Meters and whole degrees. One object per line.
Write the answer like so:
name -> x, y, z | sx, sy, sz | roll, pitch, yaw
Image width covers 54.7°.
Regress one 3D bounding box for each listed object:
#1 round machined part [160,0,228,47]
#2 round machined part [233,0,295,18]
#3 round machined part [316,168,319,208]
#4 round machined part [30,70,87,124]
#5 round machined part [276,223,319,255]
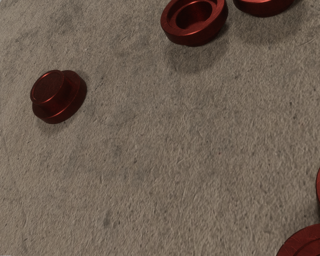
round machined part -> 0.054, -0.161, 0.462 | 0.098, 0.042, 0.098 | -13, 56, 20
round machined part -> 0.151, -0.194, 0.433 | 0.098, 0.042, 0.098 | -13, 56, 20
round machined part -> 0.187, 0.052, 0.263 | 0.098, 0.042, 0.098 | -13, 56, 20
round machined part -> -0.176, -0.059, 0.519 | 0.098, 0.042, 0.098 | -13, 56, 20
round machined part -> 0.140, 0.125, 0.237 | 0.098, 0.042, 0.098 | -12, 64, 25
